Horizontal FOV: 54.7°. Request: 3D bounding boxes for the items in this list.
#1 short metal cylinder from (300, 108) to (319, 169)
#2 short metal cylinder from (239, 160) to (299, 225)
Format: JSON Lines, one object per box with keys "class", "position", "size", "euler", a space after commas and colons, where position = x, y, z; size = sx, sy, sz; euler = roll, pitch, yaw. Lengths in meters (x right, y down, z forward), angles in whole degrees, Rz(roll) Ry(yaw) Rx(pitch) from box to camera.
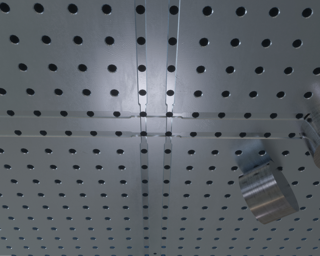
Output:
{"class": "short metal cylinder", "position": [0.236, 0.013, 0.409], "size": [0.081, 0.050, 0.079], "euler": [0, 130, 0]}
{"class": "short metal cylinder", "position": [0.160, 0.095, 0.458], "size": [0.050, 0.080, 0.080], "euler": [-33, 123, 24]}
